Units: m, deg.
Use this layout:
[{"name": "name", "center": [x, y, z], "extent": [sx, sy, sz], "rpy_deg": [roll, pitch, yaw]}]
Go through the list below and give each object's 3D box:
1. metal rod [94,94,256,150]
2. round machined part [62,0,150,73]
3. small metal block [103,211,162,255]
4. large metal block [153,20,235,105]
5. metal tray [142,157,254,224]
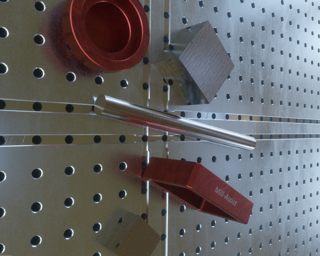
[{"name": "metal rod", "center": [0.045, 0.000, 0.448], "extent": [0.302, 0.025, 0.025], "rpy_deg": [13, 82, -39]}, {"name": "round machined part", "center": [-0.063, -0.110, 0.347], "extent": [0.099, 0.042, 0.097], "rpy_deg": [0, 90, -40]}, {"name": "small metal block", "center": [-0.033, 0.141, 0.384], "extent": [0.050, 0.025, 0.050], "rpy_deg": [-53, 121, -27]}, {"name": "large metal block", "center": [0.050, -0.089, 0.437], "extent": [0.080, 0.050, 0.080], "rpy_deg": [51, 60, -28]}, {"name": "metal tray", "center": [0.052, 0.083, 0.412], "extent": [0.130, 0.090, 0.030], "rpy_deg": [37, 67, -34]}]
